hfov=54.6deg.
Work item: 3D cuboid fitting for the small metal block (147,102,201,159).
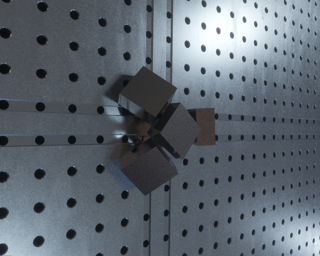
[{"bbox_3d":[0.019,0.004,0.391,0.050,0.025,0.050,49,61,-29],"label":"small metal block"}]

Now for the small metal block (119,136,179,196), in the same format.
[{"bbox_3d":[-0.014,0.047,0.380,0.050,0.025,0.050,-35,117,6],"label":"small metal block"}]

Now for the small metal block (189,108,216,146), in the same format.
[{"bbox_3d":[0.058,-0.002,0.437,0.025,0.050,0.050,-2,92,-7],"label":"small metal block"}]

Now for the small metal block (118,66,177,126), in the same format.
[{"bbox_3d":[-0.015,-0.039,0.379,0.050,0.025,0.050,34,64,4],"label":"small metal block"}]

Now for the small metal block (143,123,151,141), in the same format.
[{"bbox_3d":[0.006,0.004,0.413,0.050,0.025,0.050,2,92,-40],"label":"small metal block"}]
